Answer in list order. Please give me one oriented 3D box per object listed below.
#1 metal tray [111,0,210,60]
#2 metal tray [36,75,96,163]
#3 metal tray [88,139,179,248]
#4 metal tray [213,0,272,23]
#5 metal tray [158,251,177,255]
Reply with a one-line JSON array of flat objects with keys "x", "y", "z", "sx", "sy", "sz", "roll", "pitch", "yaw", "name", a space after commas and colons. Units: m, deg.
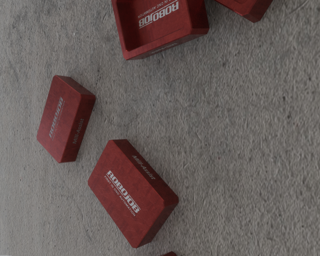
[{"x": -0.005, "y": -0.142, "z": 0.380, "sx": 0.130, "sy": 0.030, "sz": 0.089, "roll": -6, "pitch": 98, "yaw": 50, "name": "metal tray"}, {"x": -0.166, "y": -0.016, "z": 0.539, "sx": 0.090, "sy": 0.030, "sz": 0.129, "roll": 35, "pitch": 111, "yaw": 34, "name": "metal tray"}, {"x": -0.043, "y": 0.088, "z": 0.438, "sx": 0.130, "sy": 0.030, "sz": 0.089, "roll": 45, "pitch": 117, "yaw": 30, "name": "metal tray"}, {"x": 0.076, "y": -0.185, "z": 0.338, "sx": 0.130, "sy": 0.030, "sz": 0.089, "roll": 44, "pitch": 117, "yaw": 31, "name": "metal tray"}, {"x": 0.004, "y": 0.238, "z": 0.399, "sx": 0.090, "sy": 0.030, "sz": 0.130, "roll": -35, "pitch": 68, "yaw": 34, "name": "metal tray"}]
